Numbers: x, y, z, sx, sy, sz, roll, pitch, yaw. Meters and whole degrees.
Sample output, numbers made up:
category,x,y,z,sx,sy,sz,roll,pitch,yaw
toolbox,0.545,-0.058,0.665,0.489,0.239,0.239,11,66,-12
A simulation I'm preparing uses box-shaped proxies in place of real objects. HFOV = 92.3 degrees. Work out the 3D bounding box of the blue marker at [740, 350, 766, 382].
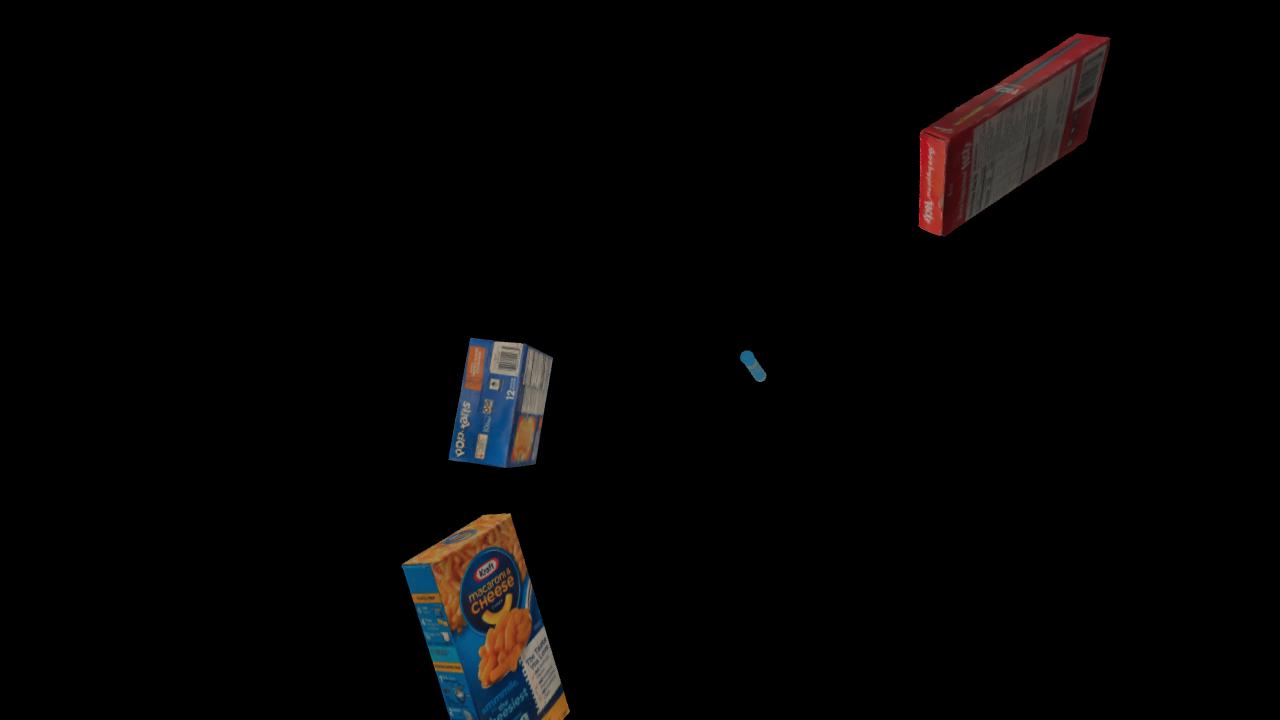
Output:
category,x,y,z,sx,sy,sz,roll,pitch,yaw
blue marker,0.162,0.009,0.876,0.020,0.020,0.121,0,-15,20

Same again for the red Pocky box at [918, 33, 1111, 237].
category,x,y,z,sx,sy,sz,roll,pitch,yaw
red Pocky box,0.269,-0.164,0.449,0.155,0.083,0.028,-33,46,-10

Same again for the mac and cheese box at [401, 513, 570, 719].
category,x,y,z,sx,sy,sz,roll,pitch,yaw
mac and cheese box,-0.120,0.229,0.497,0.041,0.184,0.093,-13,5,31

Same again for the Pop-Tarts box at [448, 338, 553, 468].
category,x,y,z,sx,sy,sz,roll,pitch,yaw
Pop-Tarts box,-0.193,0.064,0.874,0.083,0.167,0.141,8,-6,8
